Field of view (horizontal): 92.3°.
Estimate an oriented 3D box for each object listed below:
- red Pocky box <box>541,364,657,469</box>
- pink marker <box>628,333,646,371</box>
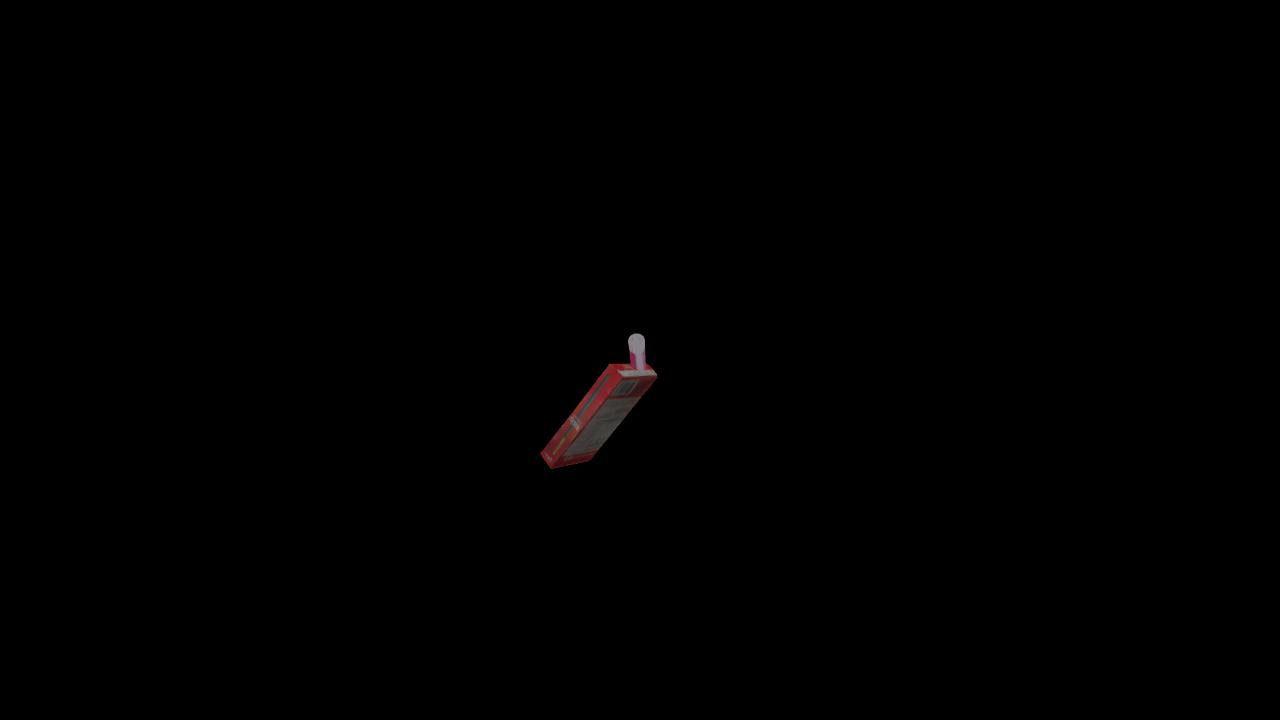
[{"bbox_3d":[-0.050,0.067,0.747,0.028,0.155,0.083,47,22,22],"label":"red Pocky box"},{"bbox_3d":[-0.002,0.006,0.732,0.020,0.020,0.121,0,-27,2],"label":"pink marker"}]
